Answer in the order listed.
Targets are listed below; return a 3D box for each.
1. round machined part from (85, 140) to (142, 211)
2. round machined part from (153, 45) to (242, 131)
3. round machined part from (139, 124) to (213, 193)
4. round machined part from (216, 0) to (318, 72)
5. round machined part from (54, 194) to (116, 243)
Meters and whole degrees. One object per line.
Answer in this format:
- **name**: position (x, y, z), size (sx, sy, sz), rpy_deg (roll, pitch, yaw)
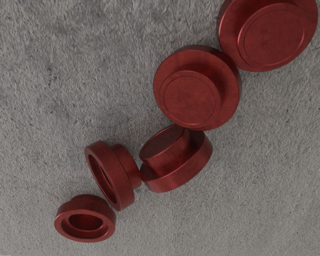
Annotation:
- **round machined part**: position (-0.061, 0.060, 0.422), size (0.042, 0.098, 0.097), rpy_deg (-28, 135, -25)
- **round machined part**: position (0.037, -0.038, 0.342), size (0.098, 0.042, 0.097), rpy_deg (11, 123, 17)
- **round machined part**: position (0.013, 0.031, 0.388), size (0.098, 0.098, 0.042), rpy_deg (-29, 109, 22)
- **round machined part**: position (0.109, -0.099, 0.313), size (0.099, 0.042, 0.097), rpy_deg (0, 130, 0)
- **round machined part**: position (-0.123, 0.149, 0.521), size (0.099, 0.042, 0.097), rpy_deg (0, 130, 0)
